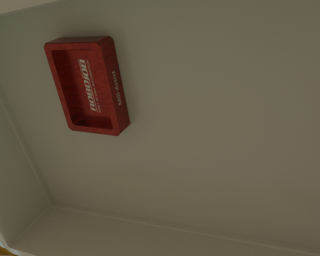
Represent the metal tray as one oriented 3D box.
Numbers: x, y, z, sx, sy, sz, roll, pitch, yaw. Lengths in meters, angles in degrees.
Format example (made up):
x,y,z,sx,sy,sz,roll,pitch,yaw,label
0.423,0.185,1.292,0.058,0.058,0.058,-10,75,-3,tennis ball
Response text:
x,y,z,sx,sy,sz,roll,pitch,yaw,label
-0.097,-0.055,0.422,0.090,0.030,0.129,6,121,25,metal tray
